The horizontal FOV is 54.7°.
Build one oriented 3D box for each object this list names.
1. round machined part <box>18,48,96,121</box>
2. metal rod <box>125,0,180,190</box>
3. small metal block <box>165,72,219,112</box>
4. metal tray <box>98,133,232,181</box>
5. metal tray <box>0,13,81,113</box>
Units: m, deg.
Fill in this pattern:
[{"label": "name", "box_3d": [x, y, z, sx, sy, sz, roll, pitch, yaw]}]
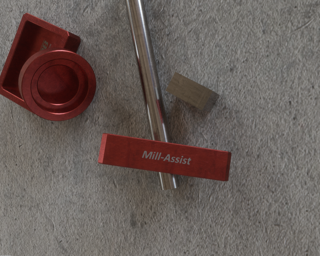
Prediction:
[{"label": "round machined part", "box_3d": [-0.143, -0.062, 0.428, 0.042, 0.099, 0.097, 35, 103, 49]}, {"label": "metal rod", "box_3d": [-0.015, -0.068, 0.413, 0.025, 0.025, 0.298, -12, 86, 19]}, {"label": "small metal block", "box_3d": [0.041, -0.043, 0.381, 0.050, 0.050, 0.025, 30, 100, 17]}, {"label": "metal tray", "box_3d": [0.003, 0.033, 0.347, 0.131, 0.090, 0.030, 9, 85, -4]}, {"label": "metal tray", "box_3d": [-0.186, -0.096, 0.469, 0.090, 0.030, 0.129, 28, 99, 17]}]
